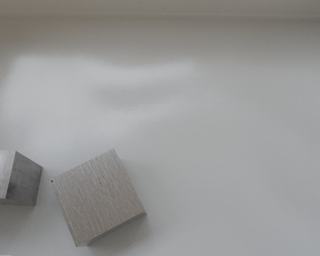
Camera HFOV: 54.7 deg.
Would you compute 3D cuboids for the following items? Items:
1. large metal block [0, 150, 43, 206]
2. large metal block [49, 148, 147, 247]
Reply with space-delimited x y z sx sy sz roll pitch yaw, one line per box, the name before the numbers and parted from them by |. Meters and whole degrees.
large metal block | -0.194 0.059 0.357 0.080 0.080 0.050 3 70 1
large metal block | -0.071 0.082 0.366 0.080 0.050 0.080 -26 72 -9
